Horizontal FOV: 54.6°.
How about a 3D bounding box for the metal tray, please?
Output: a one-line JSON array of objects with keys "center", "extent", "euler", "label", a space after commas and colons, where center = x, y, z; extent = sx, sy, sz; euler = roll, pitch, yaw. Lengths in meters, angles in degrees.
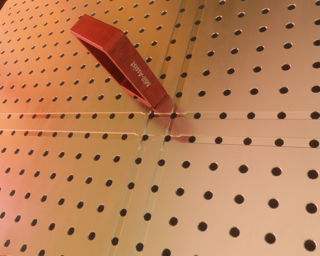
[{"center": [-0.053, -0.088, 0.424], "extent": [0.090, 0.130, 0.030], "euler": [35, 82, 38], "label": "metal tray"}]
